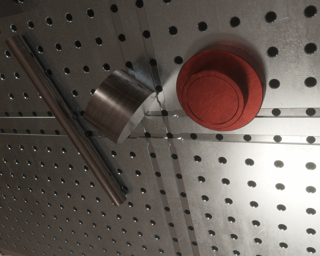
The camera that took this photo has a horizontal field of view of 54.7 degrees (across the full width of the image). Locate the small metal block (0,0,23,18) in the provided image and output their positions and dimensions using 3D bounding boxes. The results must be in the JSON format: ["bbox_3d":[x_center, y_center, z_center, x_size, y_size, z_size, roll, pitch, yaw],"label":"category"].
[{"bbox_3d":[-0.216,-0.169,0.402,0.025,0.050,0.050,0,119,28],"label":"small metal block"}]

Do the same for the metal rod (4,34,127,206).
[{"bbox_3d":[-0.137,-0.003,0.479,0.025,0.025,0.299,-19,109,35],"label":"metal rod"}]

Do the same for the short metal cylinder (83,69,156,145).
[{"bbox_3d":[-0.049,-0.026,0.384,0.050,0.080,0.079,36,129,4],"label":"short metal cylinder"}]

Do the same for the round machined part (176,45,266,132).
[{"bbox_3d":[0.063,-0.038,0.343,0.098,0.042,0.097,13,124,20],"label":"round machined part"}]
